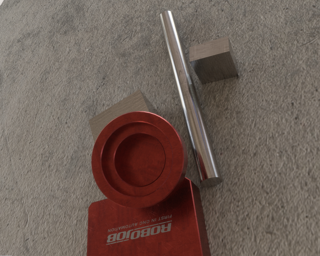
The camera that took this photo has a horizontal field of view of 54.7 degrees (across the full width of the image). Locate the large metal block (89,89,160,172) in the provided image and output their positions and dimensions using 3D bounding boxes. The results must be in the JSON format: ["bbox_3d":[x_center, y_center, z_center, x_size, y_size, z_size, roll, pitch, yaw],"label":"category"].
[{"bbox_3d":[-0.037,0.010,0.401,0.080,0.050,0.080,-30,52,8],"label":"large metal block"}]

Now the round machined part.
[{"bbox_3d":[-0.019,0.034,0.329,0.098,0.042,0.098,-3,79,15],"label":"round machined part"}]

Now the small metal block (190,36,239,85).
[{"bbox_3d":[0.071,-0.086,0.404,0.050,0.050,0.025,-11,57,22],"label":"small metal block"}]

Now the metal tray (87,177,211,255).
[{"bbox_3d":[-0.017,0.115,0.339,0.130,0.030,0.090,-18,55,17],"label":"metal tray"}]

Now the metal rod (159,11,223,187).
[{"bbox_3d":[0.034,-0.061,0.423,0.025,0.025,0.299,-22,54,15],"label":"metal rod"}]
